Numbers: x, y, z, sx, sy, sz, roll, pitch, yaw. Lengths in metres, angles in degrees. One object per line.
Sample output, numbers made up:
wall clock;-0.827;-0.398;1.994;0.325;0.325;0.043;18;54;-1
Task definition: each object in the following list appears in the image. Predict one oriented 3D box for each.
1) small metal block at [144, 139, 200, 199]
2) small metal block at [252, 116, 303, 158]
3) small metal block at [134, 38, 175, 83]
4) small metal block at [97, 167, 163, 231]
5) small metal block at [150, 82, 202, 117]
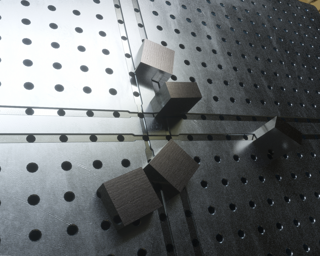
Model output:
small metal block;0.014;0.050;0.387;0.050;0.025;0.050;43;51;1
small metal block;0.183;0.015;0.484;0.050;0.050;0.025;33;51;-7
small metal block;-0.007;-0.100;0.467;0.050;0.025;0.050;19;54;-18
small metal block;-0.034;0.078;0.344;0.050;0.025;0.050;-19;72;-36
small metal block;0.022;-0.039;0.429;0.050;0.050;0.025;-4;64;-31
